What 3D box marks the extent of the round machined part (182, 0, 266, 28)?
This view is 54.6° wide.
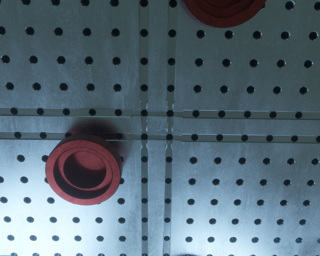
[{"bbox_3d":[0.070,-0.163,0.345,0.099,0.042,0.097,0,110,0],"label":"round machined part"}]

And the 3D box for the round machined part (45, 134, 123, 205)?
[{"bbox_3d":[-0.100,0.053,0.423,0.099,0.042,0.097,0,110,0],"label":"round machined part"}]
